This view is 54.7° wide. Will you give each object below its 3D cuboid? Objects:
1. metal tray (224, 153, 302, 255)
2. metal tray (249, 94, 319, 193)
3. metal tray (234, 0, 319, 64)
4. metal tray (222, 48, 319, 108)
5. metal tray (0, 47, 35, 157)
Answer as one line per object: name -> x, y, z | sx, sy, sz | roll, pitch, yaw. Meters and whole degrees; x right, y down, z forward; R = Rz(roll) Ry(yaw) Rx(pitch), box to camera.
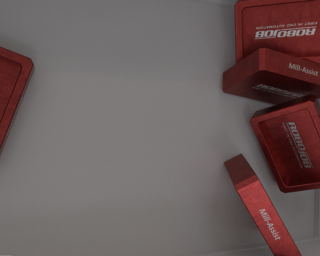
metal tray -> 0.137, 0.108, 0.424 | 0.030, 0.090, 0.130 | -30, 101, 9
metal tray -> 0.199, 0.027, 0.448 | 0.030, 0.090, 0.129 | -39, 106, -52
metal tray -> 0.169, -0.131, 0.418 | 0.130, 0.030, 0.089 | 0, 112, 16
metal tray -> 0.166, -0.065, 0.434 | 0.131, 0.090, 0.030 | 10, 75, -20
metal tray -> -0.203, -0.029, 0.332 | 0.091, 0.030, 0.129 | 21, 83, -19
